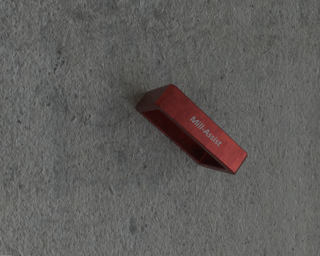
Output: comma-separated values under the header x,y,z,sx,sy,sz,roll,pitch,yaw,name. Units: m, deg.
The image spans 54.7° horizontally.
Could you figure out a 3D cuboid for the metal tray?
x,y,z,sx,sy,sz,roll,pitch,yaw,name
0.036,0.003,0.390,0.130,0.090,0.030,41,77,-16,metal tray
